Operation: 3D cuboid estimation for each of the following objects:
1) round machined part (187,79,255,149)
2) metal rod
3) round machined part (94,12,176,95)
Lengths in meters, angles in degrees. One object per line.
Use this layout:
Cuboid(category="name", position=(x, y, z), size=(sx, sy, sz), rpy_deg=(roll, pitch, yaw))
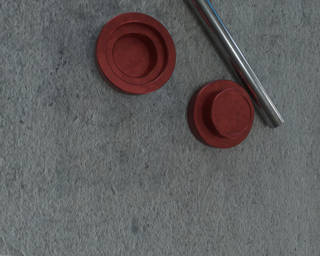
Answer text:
Cuboid(category="round machined part", position=(0.091, -0.020, 0.434), size=(0.099, 0.042, 0.097), rpy_deg=(0, 90, -20))
Cuboid(category="metal rod", position=(0.092, -0.124, 0.442), size=(0.025, 0.025, 0.299), rpy_deg=(-40, 103, -16))
Cuboid(category="round machined part", position=(-0.033, -0.089, 0.387), size=(0.099, 0.042, 0.097), rpy_deg=(0, 90, -20))
